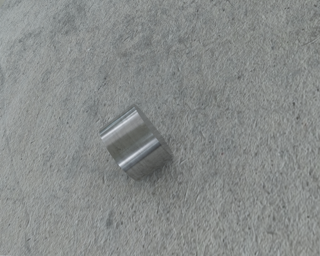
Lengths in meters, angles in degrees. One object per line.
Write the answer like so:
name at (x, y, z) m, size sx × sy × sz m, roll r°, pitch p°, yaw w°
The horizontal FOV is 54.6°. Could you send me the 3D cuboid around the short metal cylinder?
short metal cylinder at (-0.027, 0.017, 0.373) m, size 0.050 × 0.080 × 0.080 m, roll -37°, pitch 51°, yaw 4°
